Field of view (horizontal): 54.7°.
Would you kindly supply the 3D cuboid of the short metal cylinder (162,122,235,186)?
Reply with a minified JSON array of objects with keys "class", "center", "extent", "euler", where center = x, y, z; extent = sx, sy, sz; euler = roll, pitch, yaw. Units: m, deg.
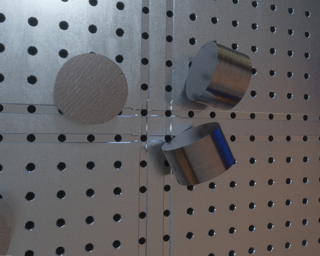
[{"class":"short metal cylinder","center":[0.049,0.032,0.401],"extent":[0.081,0.080,0.050],"euler":[-28,100,-18]}]

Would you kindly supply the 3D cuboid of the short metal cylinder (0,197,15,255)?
[{"class":"short metal cylinder","center":[-0.199,0.112,0.326],"extent":[0.081,0.050,0.079],"euler":[0,90,-20]}]

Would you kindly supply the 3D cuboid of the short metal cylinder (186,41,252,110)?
[{"class":"short metal cylinder","center":[0.076,-0.068,0.411],"extent":[0.050,0.080,0.080],"euler":[16,85,-20]}]

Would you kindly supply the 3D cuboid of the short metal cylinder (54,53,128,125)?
[{"class":"short metal cylinder","center":[-0.083,-0.044,0.368],"extent":[0.081,0.050,0.079],"euler":[0,90,-20]}]
